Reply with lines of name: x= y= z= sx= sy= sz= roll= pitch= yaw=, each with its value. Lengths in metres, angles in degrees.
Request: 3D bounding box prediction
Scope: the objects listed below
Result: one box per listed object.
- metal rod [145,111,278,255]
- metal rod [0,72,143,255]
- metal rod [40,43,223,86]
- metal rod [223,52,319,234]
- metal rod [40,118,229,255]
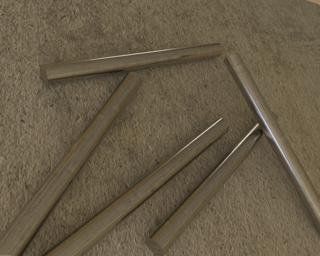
metal rod: x=0.089 y=0.054 z=0.418 sx=0.025 sy=0.025 sz=0.302 roll=49 pitch=51 yaw=6
metal rod: x=-0.092 y=0.036 z=0.331 sx=0.025 sy=0.025 sz=0.301 roll=34 pitch=51 yaw=-6
metal rod: x=-0.019 y=-0.099 z=0.453 sx=0.302 sy=0.025 sz=0.025 roll=-17 pitch=71 yaw=-35
metal rod: x=0.177 y=0.024 z=0.456 sx=0.025 sy=0.025 sz=0.299 roll=-23 pitch=83 yaw=-36
metal rod: x=-0.008 y=0.063 z=0.360 sx=0.302 sy=0.025 sz=0.025 roll=-34 pitch=81 yaw=-38
